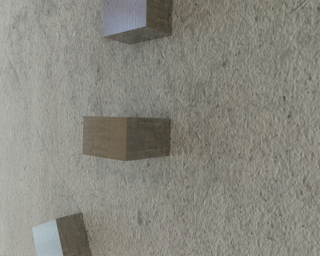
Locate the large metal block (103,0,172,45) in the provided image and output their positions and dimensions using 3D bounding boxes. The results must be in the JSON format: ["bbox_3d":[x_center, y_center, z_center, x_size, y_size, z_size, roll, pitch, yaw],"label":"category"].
[{"bbox_3d":[-0.030,-0.163,0.414,0.080,0.050,0.079,2,91,40],"label":"large metal block"}]

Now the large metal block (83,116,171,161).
[{"bbox_3d":[-0.043,0.011,0.405,0.080,0.081,0.050,3,92,40],"label":"large metal block"}]

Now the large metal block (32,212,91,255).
[{"bbox_3d":[-0.168,0.197,0.527,0.080,0.050,0.080,-28,73,36],"label":"large metal block"}]
